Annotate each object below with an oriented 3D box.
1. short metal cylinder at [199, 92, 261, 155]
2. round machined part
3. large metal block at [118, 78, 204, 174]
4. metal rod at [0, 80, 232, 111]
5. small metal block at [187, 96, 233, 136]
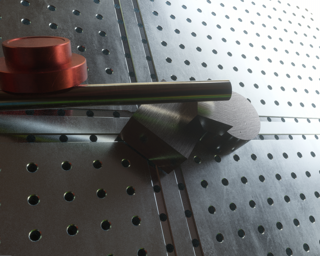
[{"bbox_3d":[0.097,-0.008,0.451,0.081,0.050,0.080,14,56,-21],"label":"short metal cylinder"},{"bbox_3d":[-0.131,-0.074,0.338,0.099,0.042,0.098,1,26,0],"label":"round machined part"},{"bbox_3d":[0.007,-0.003,0.396,0.080,0.050,0.080,38,51,-3],"label":"large metal block"},{"bbox_3d":[-0.067,-0.036,0.339,0.302,0.025,0.025,-4,62,-11],"label":"metal rod"},{"bbox_3d":[0.063,-0.024,0.391,0.050,0.025,0.050,17,55,-19],"label":"small metal block"}]
